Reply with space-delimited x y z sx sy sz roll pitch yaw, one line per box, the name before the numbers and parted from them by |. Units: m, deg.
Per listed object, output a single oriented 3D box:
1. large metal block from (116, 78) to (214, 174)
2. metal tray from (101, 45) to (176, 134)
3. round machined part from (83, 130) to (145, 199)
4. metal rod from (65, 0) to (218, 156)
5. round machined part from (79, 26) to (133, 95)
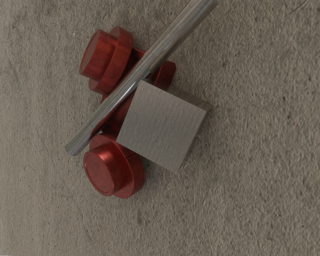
large metal block | 0.006 -0.006 0.366 0.080 0.050 0.079 27 108 11
metal tray | -0.038 -0.043 0.435 0.090 0.030 0.129 31 109 35
round machined part | -0.070 0.055 0.431 0.098 0.042 0.097 24 127 37
metal rod | -0.042 -0.053 0.402 0.299 0.025 0.025 -42 65 31
round machined part | -0.080 -0.099 0.435 0.098 0.042 0.098 -41 37 42
